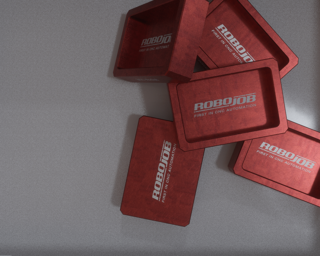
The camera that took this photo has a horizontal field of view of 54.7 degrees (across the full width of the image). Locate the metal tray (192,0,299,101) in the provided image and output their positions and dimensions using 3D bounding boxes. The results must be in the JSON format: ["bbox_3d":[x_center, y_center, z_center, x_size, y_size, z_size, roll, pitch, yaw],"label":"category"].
[{"bbox_3d":[0.099,-0.102,0.399,0.090,0.030,0.130,-43,96,5],"label":"metal tray"}]

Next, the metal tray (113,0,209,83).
[{"bbox_3d":[-0.006,-0.100,0.361,0.030,0.130,0.090,13,90,-34],"label":"metal tray"}]

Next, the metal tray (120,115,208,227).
[{"bbox_3d":[0.005,0.055,0.409,0.091,0.030,0.129,12,90,0],"label":"metal tray"}]

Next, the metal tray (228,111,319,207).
[{"bbox_3d":[0.168,0.039,0.409,0.131,0.030,0.090,22,90,0],"label":"metal tray"}]

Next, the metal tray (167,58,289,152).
[{"bbox_3d":[0.079,-0.028,0.375,0.131,0.030,0.089,-11,94,0],"label":"metal tray"}]
